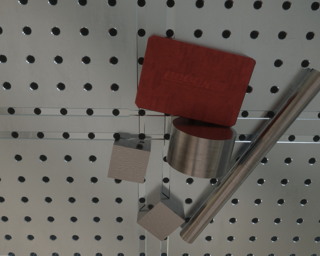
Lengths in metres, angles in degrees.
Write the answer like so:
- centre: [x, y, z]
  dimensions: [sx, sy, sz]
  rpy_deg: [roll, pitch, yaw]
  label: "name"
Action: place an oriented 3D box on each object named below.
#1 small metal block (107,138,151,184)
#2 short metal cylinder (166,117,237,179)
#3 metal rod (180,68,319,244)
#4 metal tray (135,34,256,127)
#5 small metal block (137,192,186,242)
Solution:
- centre: [-0.042, 0.045, 0.430]
  dimensions: [0.050, 0.025, 0.050]
  rpy_deg: [11, 110, -5]
  label: "small metal block"
- centre: [0.052, 0.022, 0.393]
  dimensions: [0.081, 0.080, 0.050]
  rpy_deg: [8, 110, -3]
  label: "short metal cylinder"
- centre: [0.122, 0.050, 0.433]
  dimensions: [0.025, 0.025, 0.299]
  rpy_deg: [31, 107, -11]
  label: "metal rod"
- centre: [0.041, -0.059, 0.390]
  dimensions: [0.131, 0.030, 0.089]
  rpy_deg: [12, 110, -5]
  label: "metal tray"
- centre: [0.002, 0.133, 0.462]
  dimensions: [0.050, 0.025, 0.050]
  rpy_deg: [41, 105, -14]
  label: "small metal block"
